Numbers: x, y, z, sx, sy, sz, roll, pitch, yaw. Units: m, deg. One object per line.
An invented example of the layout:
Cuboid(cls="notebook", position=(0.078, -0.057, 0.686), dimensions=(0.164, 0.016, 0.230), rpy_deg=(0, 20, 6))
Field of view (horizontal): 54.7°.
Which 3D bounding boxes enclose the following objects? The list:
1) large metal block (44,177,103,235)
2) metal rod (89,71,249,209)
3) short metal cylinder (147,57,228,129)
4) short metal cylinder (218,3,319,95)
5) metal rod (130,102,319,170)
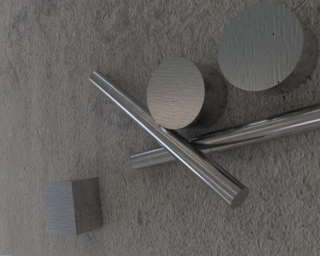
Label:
Cuboid(cls="large metal block", position=(-0.142, 0.126, 0.506), dimensions=(0.080, 0.050, 0.080), rpy_deg=(-12, 82, 39))
Cuboid(cls="metal rod", position=(-0.012, -0.006, 0.390), dimensions=(0.300, 0.025, 0.025), rpy_deg=(40, 114, 41))
Cuboid(cls="short metal cylinder", position=(0.031, -0.038, 0.363), dimensions=(0.080, 0.050, 0.079), rpy_deg=(0, 90, 40))
Cuboid(cls="short metal cylinder", position=(0.105, -0.074, 0.302), dimensions=(0.080, 0.050, 0.079), rpy_deg=(0, 90, 40))
Cuboid(cls="metal rod", position=(0.080, 0.011, 0.338), dimensions=(0.299, 0.025, 0.025), rpy_deg=(-18, 79, 38))
